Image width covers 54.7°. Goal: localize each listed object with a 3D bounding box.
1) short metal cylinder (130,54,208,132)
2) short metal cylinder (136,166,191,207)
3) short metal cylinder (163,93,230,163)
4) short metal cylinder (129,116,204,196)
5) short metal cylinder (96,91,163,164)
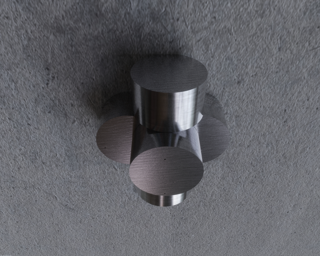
[{"bbox_3d":[0.010,-0.040,0.339,0.081,0.080,0.050,0,130,-1],"label":"short metal cylinder"},{"bbox_3d":[0.005,0.059,0.424,0.081,0.080,0.050,0,130,-1],"label":"short metal cylinder"},{"bbox_3d":[0.044,0.000,0.393,0.081,0.050,0.079,0,130,0],"label":"short metal cylinder"},{"bbox_3d":[0.007,0.033,0.354,0.081,0.050,0.079,0,130,0],"label":"short metal cylinder"},{"bbox_3d":[-0.036,0.000,0.392,0.081,0.050,0.079,0,130,0],"label":"short metal cylinder"}]
